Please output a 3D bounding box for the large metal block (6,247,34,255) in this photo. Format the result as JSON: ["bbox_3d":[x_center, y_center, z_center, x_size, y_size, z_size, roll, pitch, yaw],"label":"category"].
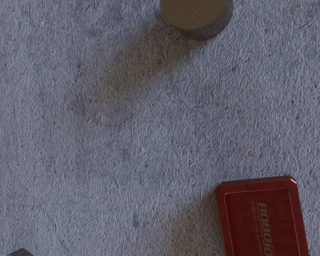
[{"bbox_3d":[-0.230,0.240,0.461,0.050,0.080,0.080,26,99,18],"label":"large metal block"}]

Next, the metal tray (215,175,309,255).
[{"bbox_3d":[0.121,0.126,0.363,0.090,0.030,0.129,-10,87,19],"label":"metal tray"}]

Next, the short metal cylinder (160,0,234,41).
[{"bbox_3d":[0.046,-0.153,0.379,0.080,0.050,0.079,0,90,20],"label":"short metal cylinder"}]
